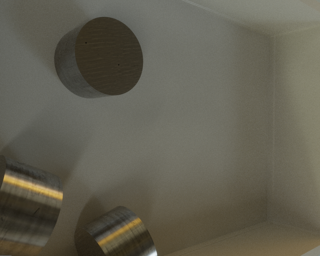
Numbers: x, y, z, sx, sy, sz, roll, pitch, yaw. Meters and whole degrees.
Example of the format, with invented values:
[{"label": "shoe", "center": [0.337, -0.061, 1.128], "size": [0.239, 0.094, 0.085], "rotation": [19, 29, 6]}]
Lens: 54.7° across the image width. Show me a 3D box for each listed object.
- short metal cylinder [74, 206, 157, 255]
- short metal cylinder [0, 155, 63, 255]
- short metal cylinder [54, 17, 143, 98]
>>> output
[{"label": "short metal cylinder", "center": [-0.048, 0.132, 0.332], "size": [0.050, 0.080, 0.079], "rotation": [-22, 105, -38]}, {"label": "short metal cylinder", "center": [-0.128, 0.069, 0.264], "size": [0.050, 0.080, 0.080], "rotation": [32, 70, -36]}, {"label": "short metal cylinder", "center": [-0.066, -0.073, 0.337], "size": [0.081, 0.050, 0.079], "rotation": [0, 90, -40]}]
